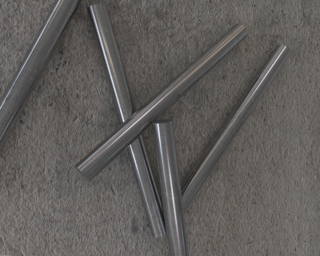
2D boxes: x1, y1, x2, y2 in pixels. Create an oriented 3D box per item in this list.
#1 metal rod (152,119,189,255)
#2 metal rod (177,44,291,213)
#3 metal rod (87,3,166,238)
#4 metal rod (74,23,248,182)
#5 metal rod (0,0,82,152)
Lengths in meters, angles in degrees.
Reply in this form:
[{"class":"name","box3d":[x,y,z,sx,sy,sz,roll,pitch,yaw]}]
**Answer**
[{"class":"metal rod","box3d":[0.021,0.137,0.394,0.025,0.025,0.298,-12,102,-20]},{"class":"metal rod","box3d":[0.103,-0.002,0.446,0.025,0.025,0.300,40,77,-16]},{"class":"metal rod","box3d":[-0.038,-0.005,0.394,0.025,0.025,0.298,-17,96,-19]},{"class":"metal rod","box3d":[0.016,-0.045,0.395,0.301,0.025,0.025,-43,104,-22]},{"class":"metal rod","box3d":[-0.151,-0.059,0.353,0.025,0.025,0.299,28,81,-18]}]
